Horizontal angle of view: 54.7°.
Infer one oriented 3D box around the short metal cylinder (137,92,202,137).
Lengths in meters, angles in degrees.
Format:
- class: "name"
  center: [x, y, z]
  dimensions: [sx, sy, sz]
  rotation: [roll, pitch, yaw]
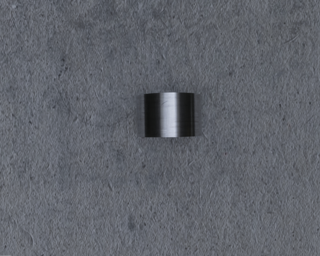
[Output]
- class: "short metal cylinder"
  center: [0.011, -0.015, 0.384]
  dimensions: [0.081, 0.080, 0.050]
  rotation: [-1, 90, -1]
